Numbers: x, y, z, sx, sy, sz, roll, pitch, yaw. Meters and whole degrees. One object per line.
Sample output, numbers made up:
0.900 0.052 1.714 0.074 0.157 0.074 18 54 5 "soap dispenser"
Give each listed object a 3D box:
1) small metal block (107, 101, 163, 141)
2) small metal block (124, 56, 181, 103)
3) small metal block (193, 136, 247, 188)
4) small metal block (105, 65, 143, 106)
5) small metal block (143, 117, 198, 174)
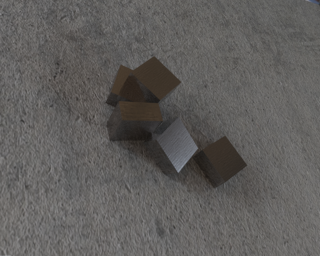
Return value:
-0.032 -0.007 0.375 0.050 0.050 0.025 1 61 -28 "small metal block"
-0.009 -0.059 0.403 0.050 0.025 0.050 44 51 2 "small metal block"
0.081 0.045 0.420 0.050 0.025 0.050 -26 76 -37 "small metal block"
-0.039 -0.049 0.413 0.050 0.025 0.050 22 53 -15 "small metal block"
0.014 0.022 0.387 0.050 0.025 0.050 -45 110 -39 "small metal block"
